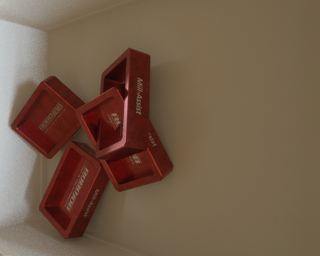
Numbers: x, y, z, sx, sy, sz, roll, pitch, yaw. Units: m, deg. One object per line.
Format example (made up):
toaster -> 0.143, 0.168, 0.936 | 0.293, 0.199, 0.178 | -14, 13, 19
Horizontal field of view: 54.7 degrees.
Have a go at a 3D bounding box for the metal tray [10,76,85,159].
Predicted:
metal tray -> -0.185, -0.014, 0.525 | 0.090, 0.030, 0.129 | 43, 123, -10

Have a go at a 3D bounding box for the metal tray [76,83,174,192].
metal tray -> -0.049, 0.016, 0.416 | 0.090, 0.030, 0.130 | -23, 96, 37

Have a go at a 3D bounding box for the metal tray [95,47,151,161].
metal tray -> -0.050, -0.028, 0.410 | 0.090, 0.030, 0.130 | -24, 60, 52

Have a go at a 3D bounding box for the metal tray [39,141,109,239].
metal tray -> -0.136, 0.097, 0.498 | 0.090, 0.030, 0.129 | 28, 95, 36
